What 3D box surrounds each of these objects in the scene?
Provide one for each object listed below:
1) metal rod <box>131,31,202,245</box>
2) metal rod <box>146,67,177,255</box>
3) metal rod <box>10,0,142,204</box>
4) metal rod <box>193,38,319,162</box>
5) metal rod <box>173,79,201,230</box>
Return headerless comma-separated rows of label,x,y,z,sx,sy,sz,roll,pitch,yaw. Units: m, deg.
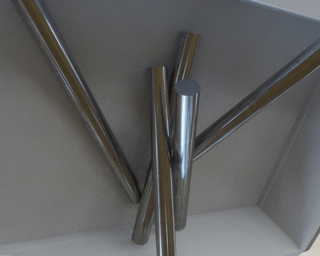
metal rod,0.004,0.026,0.409,0.025,0.025,0.298,3,111,-30
metal rod,0.004,0.076,0.382,0.025,0.025,0.298,-6,97,-26
metal rod,-0.077,-0.008,0.362,0.025,0.025,0.299,-29,129,-10
metal rod,0.090,-0.009,0.390,0.025,0.025,0.299,26,124,-38
metal rod,0.029,0.060,0.407,0.025,0.025,0.298,-21,141,-16
